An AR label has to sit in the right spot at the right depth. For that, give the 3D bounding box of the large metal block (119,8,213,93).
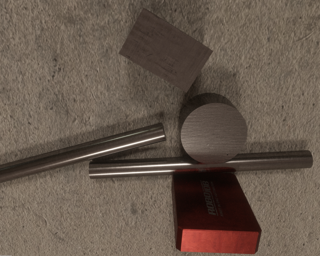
[{"bbox_3d":[0.006,-0.090,0.348,0.080,0.080,0.050,29,107,-11],"label":"large metal block"}]

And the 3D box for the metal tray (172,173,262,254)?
[{"bbox_3d":[0.063,0.100,0.392,0.091,0.130,0.030,3,110,-2],"label":"metal tray"}]

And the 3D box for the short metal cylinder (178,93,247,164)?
[{"bbox_3d":[0.065,-0.001,0.397,0.081,0.050,0.079,0,110,-1],"label":"short metal cylinder"}]

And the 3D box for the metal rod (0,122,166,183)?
[{"bbox_3d":[-0.140,0.042,0.423,0.301,0.025,0.025,-15,110,5],"label":"metal rod"}]

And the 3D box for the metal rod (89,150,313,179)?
[{"bbox_3d":[0.055,0.051,0.429,0.302,0.025,0.025,-3,110,0],"label":"metal rod"}]
